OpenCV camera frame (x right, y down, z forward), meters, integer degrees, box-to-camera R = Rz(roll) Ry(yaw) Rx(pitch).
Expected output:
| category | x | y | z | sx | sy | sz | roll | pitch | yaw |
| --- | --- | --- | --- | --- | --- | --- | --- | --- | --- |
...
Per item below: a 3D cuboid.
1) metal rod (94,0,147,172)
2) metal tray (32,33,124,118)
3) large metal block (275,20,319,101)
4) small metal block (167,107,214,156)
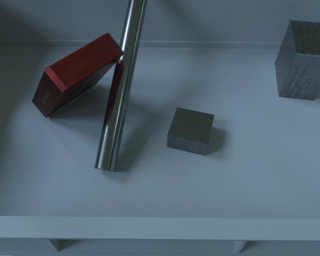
| category | x | y | z | sx | sy | sz | roll | pitch | yaw |
| --- | --- | --- | --- | --- | --- | --- | --- | --- | --- |
| metal rod | -0.043 | -0.093 | 0.404 | 0.025 | 0.025 | 0.299 | 7 | 75 | 6 |
| metal tray | -0.108 | -0.063 | 0.393 | 0.090 | 0.130 | 0.030 | -41 | 99 | -29 |
| large metal block | 0.209 | -0.099 | 0.456 | 0.050 | 0.080 | 0.080 | 7 | 50 | 6 |
| small metal block | 0.040 | 0.004 | 0.402 | 0.050 | 0.025 | 0.050 | 12 | 51 | 10 |
